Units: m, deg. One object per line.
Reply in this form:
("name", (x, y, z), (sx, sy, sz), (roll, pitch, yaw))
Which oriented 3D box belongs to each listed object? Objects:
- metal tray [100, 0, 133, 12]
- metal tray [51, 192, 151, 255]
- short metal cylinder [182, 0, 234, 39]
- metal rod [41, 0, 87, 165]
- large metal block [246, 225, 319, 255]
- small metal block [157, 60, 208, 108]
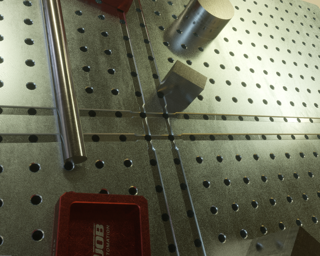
("metal tray", (-0.101, -0.254, 0.505), (0.131, 0.030, 0.090), (19, 54, -17))
("metal tray", (-0.055, 0.130, 0.295), (0.091, 0.030, 0.130), (9, 58, -24))
("short metal cylinder", (0.088, -0.211, 0.568), (0.081, 0.050, 0.080), (14, 56, -21))
("metal rod", (-0.129, -0.096, 0.396), (0.025, 0.025, 0.299), (-2, 63, -29))
("large metal block", (0.153, 0.166, 0.354), (0.080, 0.080, 0.050), (42, 51, 0))
("small metal block", (0.032, -0.062, 0.447), (0.050, 0.050, 0.025), (29, 52, -10))
